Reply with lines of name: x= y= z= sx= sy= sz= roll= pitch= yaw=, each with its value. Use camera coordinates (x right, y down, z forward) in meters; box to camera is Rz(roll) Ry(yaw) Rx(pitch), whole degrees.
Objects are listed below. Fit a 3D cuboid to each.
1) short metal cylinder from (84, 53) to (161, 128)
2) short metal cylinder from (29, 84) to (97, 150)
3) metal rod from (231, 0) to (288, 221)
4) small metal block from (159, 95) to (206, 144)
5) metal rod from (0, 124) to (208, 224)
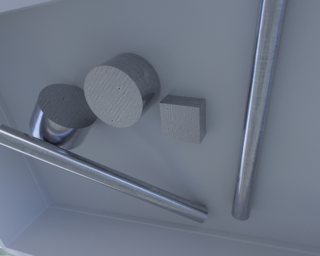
short metal cylinder: x=-0.046 y=-0.047 z=0.386 sx=0.080 sy=0.050 sz=0.079 roll=13 pitch=124 yaw=20
short metal cylinder: x=-0.134 y=-0.016 z=0.432 sx=0.080 sy=0.080 sz=0.050 roll=39 pitch=129 yaw=1
metal rod: x=0.106 y=-0.011 z=0.345 sx=0.025 sy=0.025 sz=0.298 roll=12 pitch=124 yaw=21
small metal block: x=0.029 y=-0.011 z=0.385 sx=0.050 sy=0.025 sz=0.050 roll=9 pitch=122 yaw=23
metal rod: x=-0.070 y=0.067 z=0.423 sx=0.302 sy=0.025 sz=0.025 roll=24 pitch=130 yaw=-12
